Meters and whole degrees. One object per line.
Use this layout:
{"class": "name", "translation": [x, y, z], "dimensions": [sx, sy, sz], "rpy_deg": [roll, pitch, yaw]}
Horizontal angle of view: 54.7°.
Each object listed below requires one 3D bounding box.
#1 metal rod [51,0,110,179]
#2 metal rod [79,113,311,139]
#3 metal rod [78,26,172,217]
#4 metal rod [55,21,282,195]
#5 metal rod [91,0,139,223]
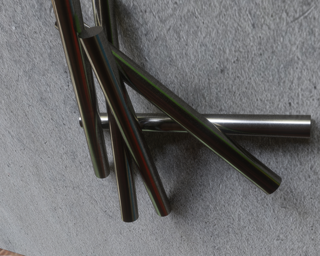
{"class": "metal rod", "translation": [-0.089, -0.027, 0.386], "dimensions": [0.025, 0.025, 0.298], "rpy_deg": [21, 142, 16]}
{"class": "metal rod", "translation": [0.023, -0.006, 0.390], "dimensions": [0.300, 0.025, 0.025], "rpy_deg": [2, 119, 27]}
{"class": "metal rod", "translation": [-0.030, 0.018, 0.389], "dimensions": [0.025, 0.025, 0.299], "rpy_deg": [5, 135, 26]}
{"class": "metal rod", "translation": [0.011, -0.027, 0.346], "dimensions": [0.300, 0.025, 0.025], "rpy_deg": [38, 129, -2]}
{"class": "metal rod", "translation": [-0.054, -0.011, 0.397], "dimensions": [0.025, 0.025, 0.298], "rpy_deg": [5, 112, 25]}
